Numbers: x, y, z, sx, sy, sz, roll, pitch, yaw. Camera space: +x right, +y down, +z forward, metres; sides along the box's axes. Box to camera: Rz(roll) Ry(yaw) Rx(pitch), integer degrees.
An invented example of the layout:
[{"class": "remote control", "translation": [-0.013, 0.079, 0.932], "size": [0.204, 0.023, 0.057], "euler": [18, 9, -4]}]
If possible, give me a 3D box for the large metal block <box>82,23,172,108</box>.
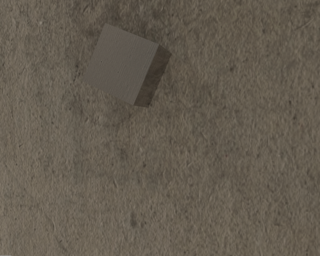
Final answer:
[{"class": "large metal block", "translation": [-0.043, -0.081, 0.410], "size": [0.080, 0.050, 0.080], "euler": [26, 99, 17]}]
